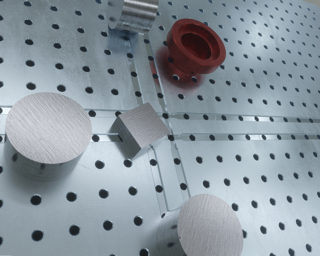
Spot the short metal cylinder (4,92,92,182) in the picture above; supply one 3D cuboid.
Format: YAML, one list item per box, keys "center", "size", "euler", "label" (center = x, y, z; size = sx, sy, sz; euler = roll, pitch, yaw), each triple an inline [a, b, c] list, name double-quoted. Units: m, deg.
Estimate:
- center: [-0.117, 0.010, 0.323]
  size: [0.081, 0.050, 0.080]
  euler: [14, 56, -21]
  label: "short metal cylinder"

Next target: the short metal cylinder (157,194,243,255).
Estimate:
- center: [0.044, 0.119, 0.343]
  size: [0.081, 0.050, 0.080]
  euler: [14, 56, -21]
  label: "short metal cylinder"

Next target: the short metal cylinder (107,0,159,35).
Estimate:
- center: [-0.042, -0.184, 0.462]
  size: [0.050, 0.080, 0.080]
  euler: [3, 61, -27]
  label: "short metal cylinder"

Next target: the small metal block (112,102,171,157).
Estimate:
- center: [-0.023, 0.001, 0.395]
  size: [0.050, 0.025, 0.050]
  euler: [-28, 77, -37]
  label: "small metal block"

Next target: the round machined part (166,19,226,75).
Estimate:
- center: [0.054, -0.126, 0.503]
  size: [0.099, 0.042, 0.098]
  euler: [14, 56, -21]
  label: "round machined part"
